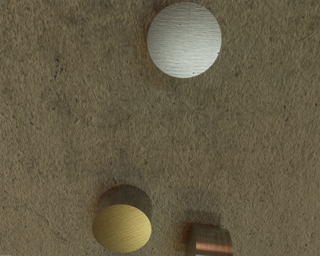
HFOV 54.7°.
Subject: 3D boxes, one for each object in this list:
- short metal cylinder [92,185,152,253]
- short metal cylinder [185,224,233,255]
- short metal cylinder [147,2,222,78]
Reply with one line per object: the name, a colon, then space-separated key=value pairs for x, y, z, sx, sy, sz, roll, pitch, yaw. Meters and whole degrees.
short metal cylinder: x=-0.052 y=0.129 z=0.443 sx=0.081 sy=0.050 sz=0.079 roll=0 pitch=110 yaw=0
short metal cylinder: x=0.068 y=0.184 z=0.449 sx=0.050 sy=0.080 sz=0.079 roll=9 pitch=110 yaw=-3
short metal cylinder: x=0.026 y=-0.102 z=0.359 sx=0.081 sy=0.050 sz=0.079 roll=0 pitch=110 yaw=0
